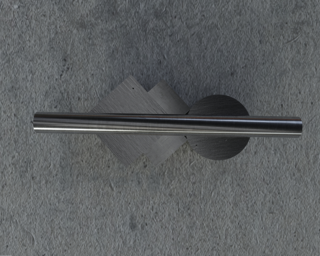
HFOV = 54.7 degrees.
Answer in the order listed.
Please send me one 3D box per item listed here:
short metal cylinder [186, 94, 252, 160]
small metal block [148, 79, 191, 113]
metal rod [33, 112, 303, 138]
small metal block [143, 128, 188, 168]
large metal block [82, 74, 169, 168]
[{"bbox_3d":[0.070,-0.001,0.398,0.081,0.050,0.080,0,90,0],"label":"short metal cylinder"},{"bbox_3d":[0.011,-0.033,0.399,0.025,0.050,0.050,-43,91,0],"label":"small metal block"},{"bbox_3d":[0.009,-0.004,0.359,0.302,0.025,0.025,1,90,-1],"label":"metal rod"},{"bbox_3d":[0.006,0.022,0.400,0.050,0.050,0.025,-42,91,0],"label":"small metal block"},{"bbox_3d":[-0.038,-0.008,0.397,0.080,0.050,0.080,-42,90,0],"label":"large metal block"}]
